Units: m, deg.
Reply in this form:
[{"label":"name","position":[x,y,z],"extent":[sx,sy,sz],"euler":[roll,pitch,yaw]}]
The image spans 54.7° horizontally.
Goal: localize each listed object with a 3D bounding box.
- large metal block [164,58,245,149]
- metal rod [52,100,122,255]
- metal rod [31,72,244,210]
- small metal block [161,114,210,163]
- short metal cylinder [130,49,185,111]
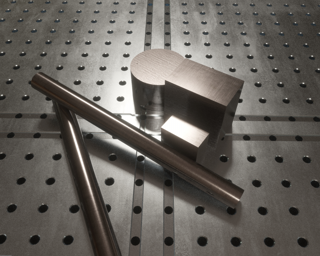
[{"label":"large metal block","position":[0.053,-0.031,0.399],"extent":[0.080,0.080,0.050],"euler":[26,55,20]},{"label":"metal rod","position":[-0.088,0.056,0.359],"extent":[0.025,0.025,0.300],"euler":[-18,52,-15]},{"label":"metal rod","position":[-0.039,0.007,0.381],"extent":[0.301,0.025,0.025],"euler":[30,56,15]},{"label":"small metal block","position":[0.029,0.018,0.376],"extent":[0.050,0.050,0.025],"euler":[29,56,21]},{"label":"short metal cylinder","position":[-0.001,-0.071,0.451],"extent":[0.081,0.050,0.080],"euler":[0,50,0]}]
